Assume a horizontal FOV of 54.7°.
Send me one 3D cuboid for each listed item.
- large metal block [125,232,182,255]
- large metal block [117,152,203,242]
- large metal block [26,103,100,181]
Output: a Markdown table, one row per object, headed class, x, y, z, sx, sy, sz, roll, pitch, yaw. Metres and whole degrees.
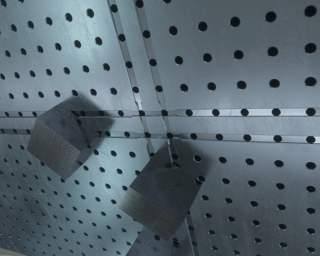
| class | x | y | z | sx | sy | sz | roll | pitch | yaw |
| --- | --- | --- | --- | --- | --- | --- | --- | --- | --- |
| large metal block | -0.015 | 0.237 | 0.528 | 0.080 | 0.080 | 0.050 | 10 | 123 | 22 |
| large metal block | 0.002 | 0.093 | 0.431 | 0.080 | 0.080 | 0.050 | 33 | 129 | 6 |
| large metal block | -0.153 | 0.022 | 0.487 | 0.080 | 0.050 | 0.080 | 38 | 129 | 2 |
